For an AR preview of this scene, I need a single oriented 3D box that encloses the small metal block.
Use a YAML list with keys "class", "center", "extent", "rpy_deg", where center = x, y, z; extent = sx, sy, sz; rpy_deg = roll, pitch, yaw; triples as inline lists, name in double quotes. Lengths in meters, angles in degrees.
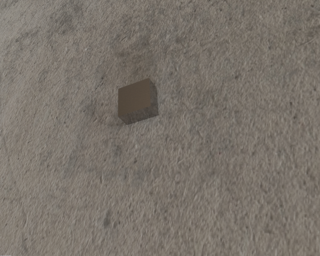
- class: "small metal block"
  center: [-0.031, -0.038, 0.442]
  extent: [0.050, 0.025, 0.050]
  rpy_deg: [-17, 55, 18]
